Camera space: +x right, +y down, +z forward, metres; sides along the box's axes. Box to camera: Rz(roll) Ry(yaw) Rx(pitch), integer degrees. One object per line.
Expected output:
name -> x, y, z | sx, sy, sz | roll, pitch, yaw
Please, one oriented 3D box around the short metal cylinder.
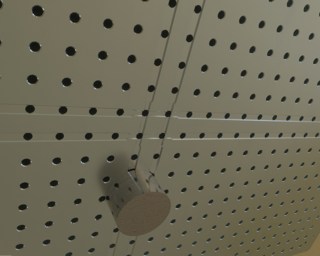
short metal cylinder -> -0.031, 0.107, 0.446 | 0.081, 0.050, 0.079 | -14, 125, -21
